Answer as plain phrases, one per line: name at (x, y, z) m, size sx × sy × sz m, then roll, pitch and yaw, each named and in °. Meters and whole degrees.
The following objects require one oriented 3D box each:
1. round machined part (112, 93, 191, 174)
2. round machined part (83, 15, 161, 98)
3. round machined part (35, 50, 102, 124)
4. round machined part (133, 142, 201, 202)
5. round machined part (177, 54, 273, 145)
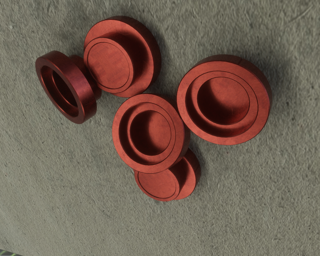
round machined part at (-0.008, 0.005, 0.389) m, size 0.098 × 0.042 × 0.097 m, roll 3°, pitch 96°, yaw 25°
round machined part at (-0.051, -0.081, 0.372) m, size 0.098 × 0.042 × 0.097 m, roll 13°, pitch 124°, yaw 20°
round machined part at (-0.115, -0.057, 0.407) m, size 0.098 × 0.042 × 0.097 m, roll 33°, pitch 146°, yaw 27°
round machined part at (0.004, 0.063, 0.432) m, size 0.098 × 0.042 × 0.097 m, roll 13°, pitch 124°, yaw 20°
round machined part at (0.071, -0.033, 0.338) m, size 0.098 × 0.042 × 0.097 m, roll 13°, pitch 124°, yaw 20°
